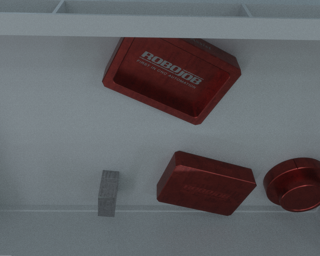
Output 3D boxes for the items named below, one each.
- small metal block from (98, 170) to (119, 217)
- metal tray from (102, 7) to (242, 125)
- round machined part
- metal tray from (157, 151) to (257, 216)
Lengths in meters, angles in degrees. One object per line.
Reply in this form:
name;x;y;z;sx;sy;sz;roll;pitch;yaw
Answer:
small metal block;-0.079;0.101;0.478;0.025;0.050;0.050;6;130;-5
metal tray;0.012;-0.064;0.351;0.131;0.030;0.089;22;127;-19
round machined part;0.216;0.094;0.482;0.099;0.042;0.097;-1;130;0
metal tray;0.070;0.090;0.483;0.131;0.030;0.089;15;129;-13
